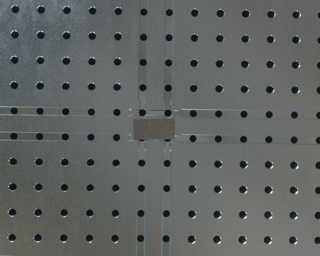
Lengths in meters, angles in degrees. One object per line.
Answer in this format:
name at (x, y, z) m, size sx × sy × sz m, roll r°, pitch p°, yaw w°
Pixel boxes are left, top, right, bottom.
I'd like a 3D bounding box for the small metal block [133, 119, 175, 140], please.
small metal block at (-0.007, 0.001, 0.401) m, size 0.050 × 0.050 × 0.025 m, roll -1°, pitch 90°, yaw -1°
